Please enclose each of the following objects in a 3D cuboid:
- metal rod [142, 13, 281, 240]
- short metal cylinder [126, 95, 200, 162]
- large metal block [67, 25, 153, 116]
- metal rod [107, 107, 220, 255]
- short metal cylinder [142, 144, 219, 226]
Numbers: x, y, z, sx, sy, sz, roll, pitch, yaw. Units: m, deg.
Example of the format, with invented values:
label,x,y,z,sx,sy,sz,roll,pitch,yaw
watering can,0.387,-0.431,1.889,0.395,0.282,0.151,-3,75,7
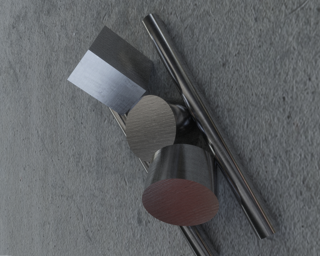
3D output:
label,x,y,z,sx,sy,sz,roll,pitch,yaw
metal rod,0.049,-0.018,0.365,0.025,0.025,0.299,-39,66,33
short metal cylinder,0.003,0.001,0.387,0.080,0.050,0.080,0,90,40
large metal block,-0.060,-0.075,0.400,0.050,0.080,0.080,-44,22,31
metal rod,-0.016,0.041,0.419,0.025,0.025,0.299,-48,62,29
short metal cylinder,0.024,0.064,0.343,0.080,0.080,0.050,-38,24,33
